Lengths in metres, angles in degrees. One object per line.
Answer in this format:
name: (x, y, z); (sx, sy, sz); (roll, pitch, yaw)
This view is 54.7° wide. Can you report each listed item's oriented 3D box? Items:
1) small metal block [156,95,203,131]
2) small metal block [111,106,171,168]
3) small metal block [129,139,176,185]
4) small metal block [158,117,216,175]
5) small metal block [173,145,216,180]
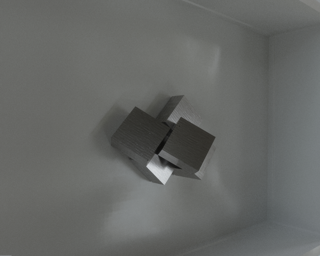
small metal block: (0.026, -0.010, 0.428); (0.050, 0.025, 0.050); (50, 60, -29)
small metal block: (-0.023, 0.011, 0.371); (0.050, 0.025, 0.050); (32, 65, 6)
small metal block: (-0.004, 0.038, 0.403); (0.050, 0.025, 0.050); (50, 60, -29)
small metal block: (0.033, 0.023, 0.386); (0.050, 0.025, 0.050); (31, 67, 0)
small metal block: (0.042, 0.040, 0.425); (0.025, 0.050, 0.050); (43, 64, -32)
